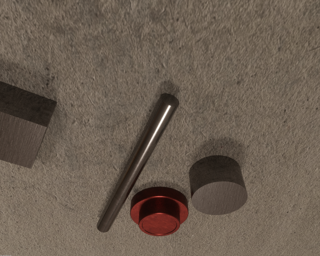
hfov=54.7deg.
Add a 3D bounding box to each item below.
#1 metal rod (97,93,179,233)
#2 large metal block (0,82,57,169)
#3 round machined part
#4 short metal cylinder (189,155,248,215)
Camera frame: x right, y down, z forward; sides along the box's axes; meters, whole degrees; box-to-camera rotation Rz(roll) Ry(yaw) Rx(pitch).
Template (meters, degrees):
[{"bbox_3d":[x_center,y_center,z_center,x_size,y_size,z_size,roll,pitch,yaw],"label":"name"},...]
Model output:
[{"bbox_3d":[-0.045,0.071,0.466,0.025,0.025,0.298,17,128,-15],"label":"metal rod"},{"bbox_3d":[-0.184,-0.004,0.385,0.080,0.050,0.079,21,127,-18],"label":"large metal block"},{"bbox_3d":[-0.001,0.146,0.520,0.099,0.042,0.097,-1,130,0],"label":"round machined part"},{"bbox_3d":[0.086,0.087,0.466,0.081,0.050,0.079,0,130,0],"label":"short metal cylinder"}]
